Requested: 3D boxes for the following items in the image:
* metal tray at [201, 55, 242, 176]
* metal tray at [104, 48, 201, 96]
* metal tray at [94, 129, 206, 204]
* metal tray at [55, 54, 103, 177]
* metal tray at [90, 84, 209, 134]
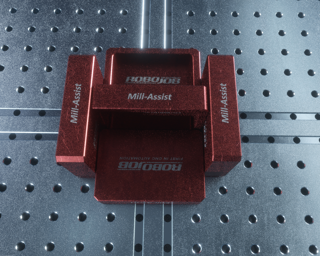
[{"bbox_3d":[0.070,-0.013,0.382,0.030,0.090,0.130,1,70,0],"label":"metal tray"},{"bbox_3d":[-0.010,-0.065,0.433,0.131,0.030,0.090,1,70,0],"label":"metal tray"},{"bbox_3d":[-0.012,0.048,0.390,0.131,0.030,0.090,1,70,0],"label":"metal tray"},{"bbox_3d":[-0.092,-0.012,0.380,0.030,0.090,0.130,1,70,0],"label":"metal tray"},{"bbox_3d":[-0.012,-0.020,0.382,0.131,0.090,0.030,1,70,0],"label":"metal tray"}]
